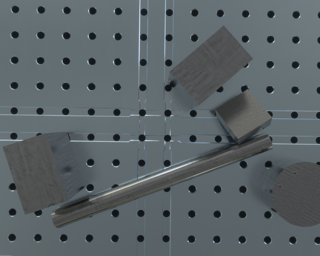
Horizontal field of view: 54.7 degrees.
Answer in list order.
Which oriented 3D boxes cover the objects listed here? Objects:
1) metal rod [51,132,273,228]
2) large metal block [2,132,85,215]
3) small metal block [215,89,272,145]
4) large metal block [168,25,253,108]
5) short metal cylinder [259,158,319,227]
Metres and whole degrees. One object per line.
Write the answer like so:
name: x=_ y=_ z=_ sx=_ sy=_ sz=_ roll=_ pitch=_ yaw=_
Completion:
metal rod: x=0.003 y=0.069 z=0.413 sx=0.302 sy=0.025 sz=0.025 roll=-20 pitch=90 yaw=-1
large metal block: x=-0.139 y=0.051 z=0.384 sx=0.050 sy=0.080 sz=0.080 roll=-18 pitch=90 yaw=0
small metal block: x=0.109 y=-0.014 z=0.405 sx=0.050 sy=0.025 sz=0.050 roll=-32 pitch=65 yaw=-1
large metal block: x=0.058 y=-0.071 z=0.387 sx=0.080 sy=0.080 sz=0.050 roll=-41 pitch=91 yaw=0
short metal cylinder: x=0.177 y=0.081 z=0.403 sx=0.081 sy=0.050 sz=0.079 roll=0 pitch=90 yaw=-1
